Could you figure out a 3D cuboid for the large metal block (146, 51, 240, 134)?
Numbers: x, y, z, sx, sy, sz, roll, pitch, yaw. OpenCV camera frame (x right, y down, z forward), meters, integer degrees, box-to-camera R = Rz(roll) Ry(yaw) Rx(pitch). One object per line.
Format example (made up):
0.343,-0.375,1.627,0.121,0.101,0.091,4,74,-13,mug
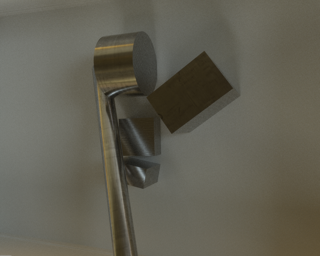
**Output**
0.043,-0.037,0.366,0.080,0.080,0.050,-37,78,16,large metal block

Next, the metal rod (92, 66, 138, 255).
-0.055,0.044,0.370,0.025,0.025,0.299,-23,60,18,metal rod

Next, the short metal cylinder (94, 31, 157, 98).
-0.041,-0.079,0.395,0.050,0.080,0.079,-1,90,20,short metal cylinder

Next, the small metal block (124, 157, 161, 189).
-0.033,0.057,0.408,0.050,0.050,0.025,11,94,19,small metal block

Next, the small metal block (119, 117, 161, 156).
-0.027,0.012,0.419,0.050,0.025,0.050,-2,89,19,small metal block
